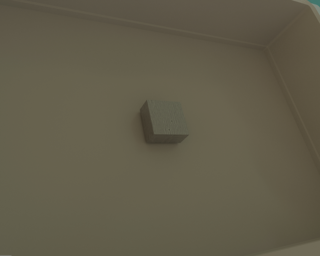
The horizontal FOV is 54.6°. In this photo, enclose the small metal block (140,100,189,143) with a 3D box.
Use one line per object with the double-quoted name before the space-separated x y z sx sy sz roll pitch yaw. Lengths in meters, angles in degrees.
"small metal block" 0.005 -0.008 0.408 0.050 0.025 0.050 1 61 -27
